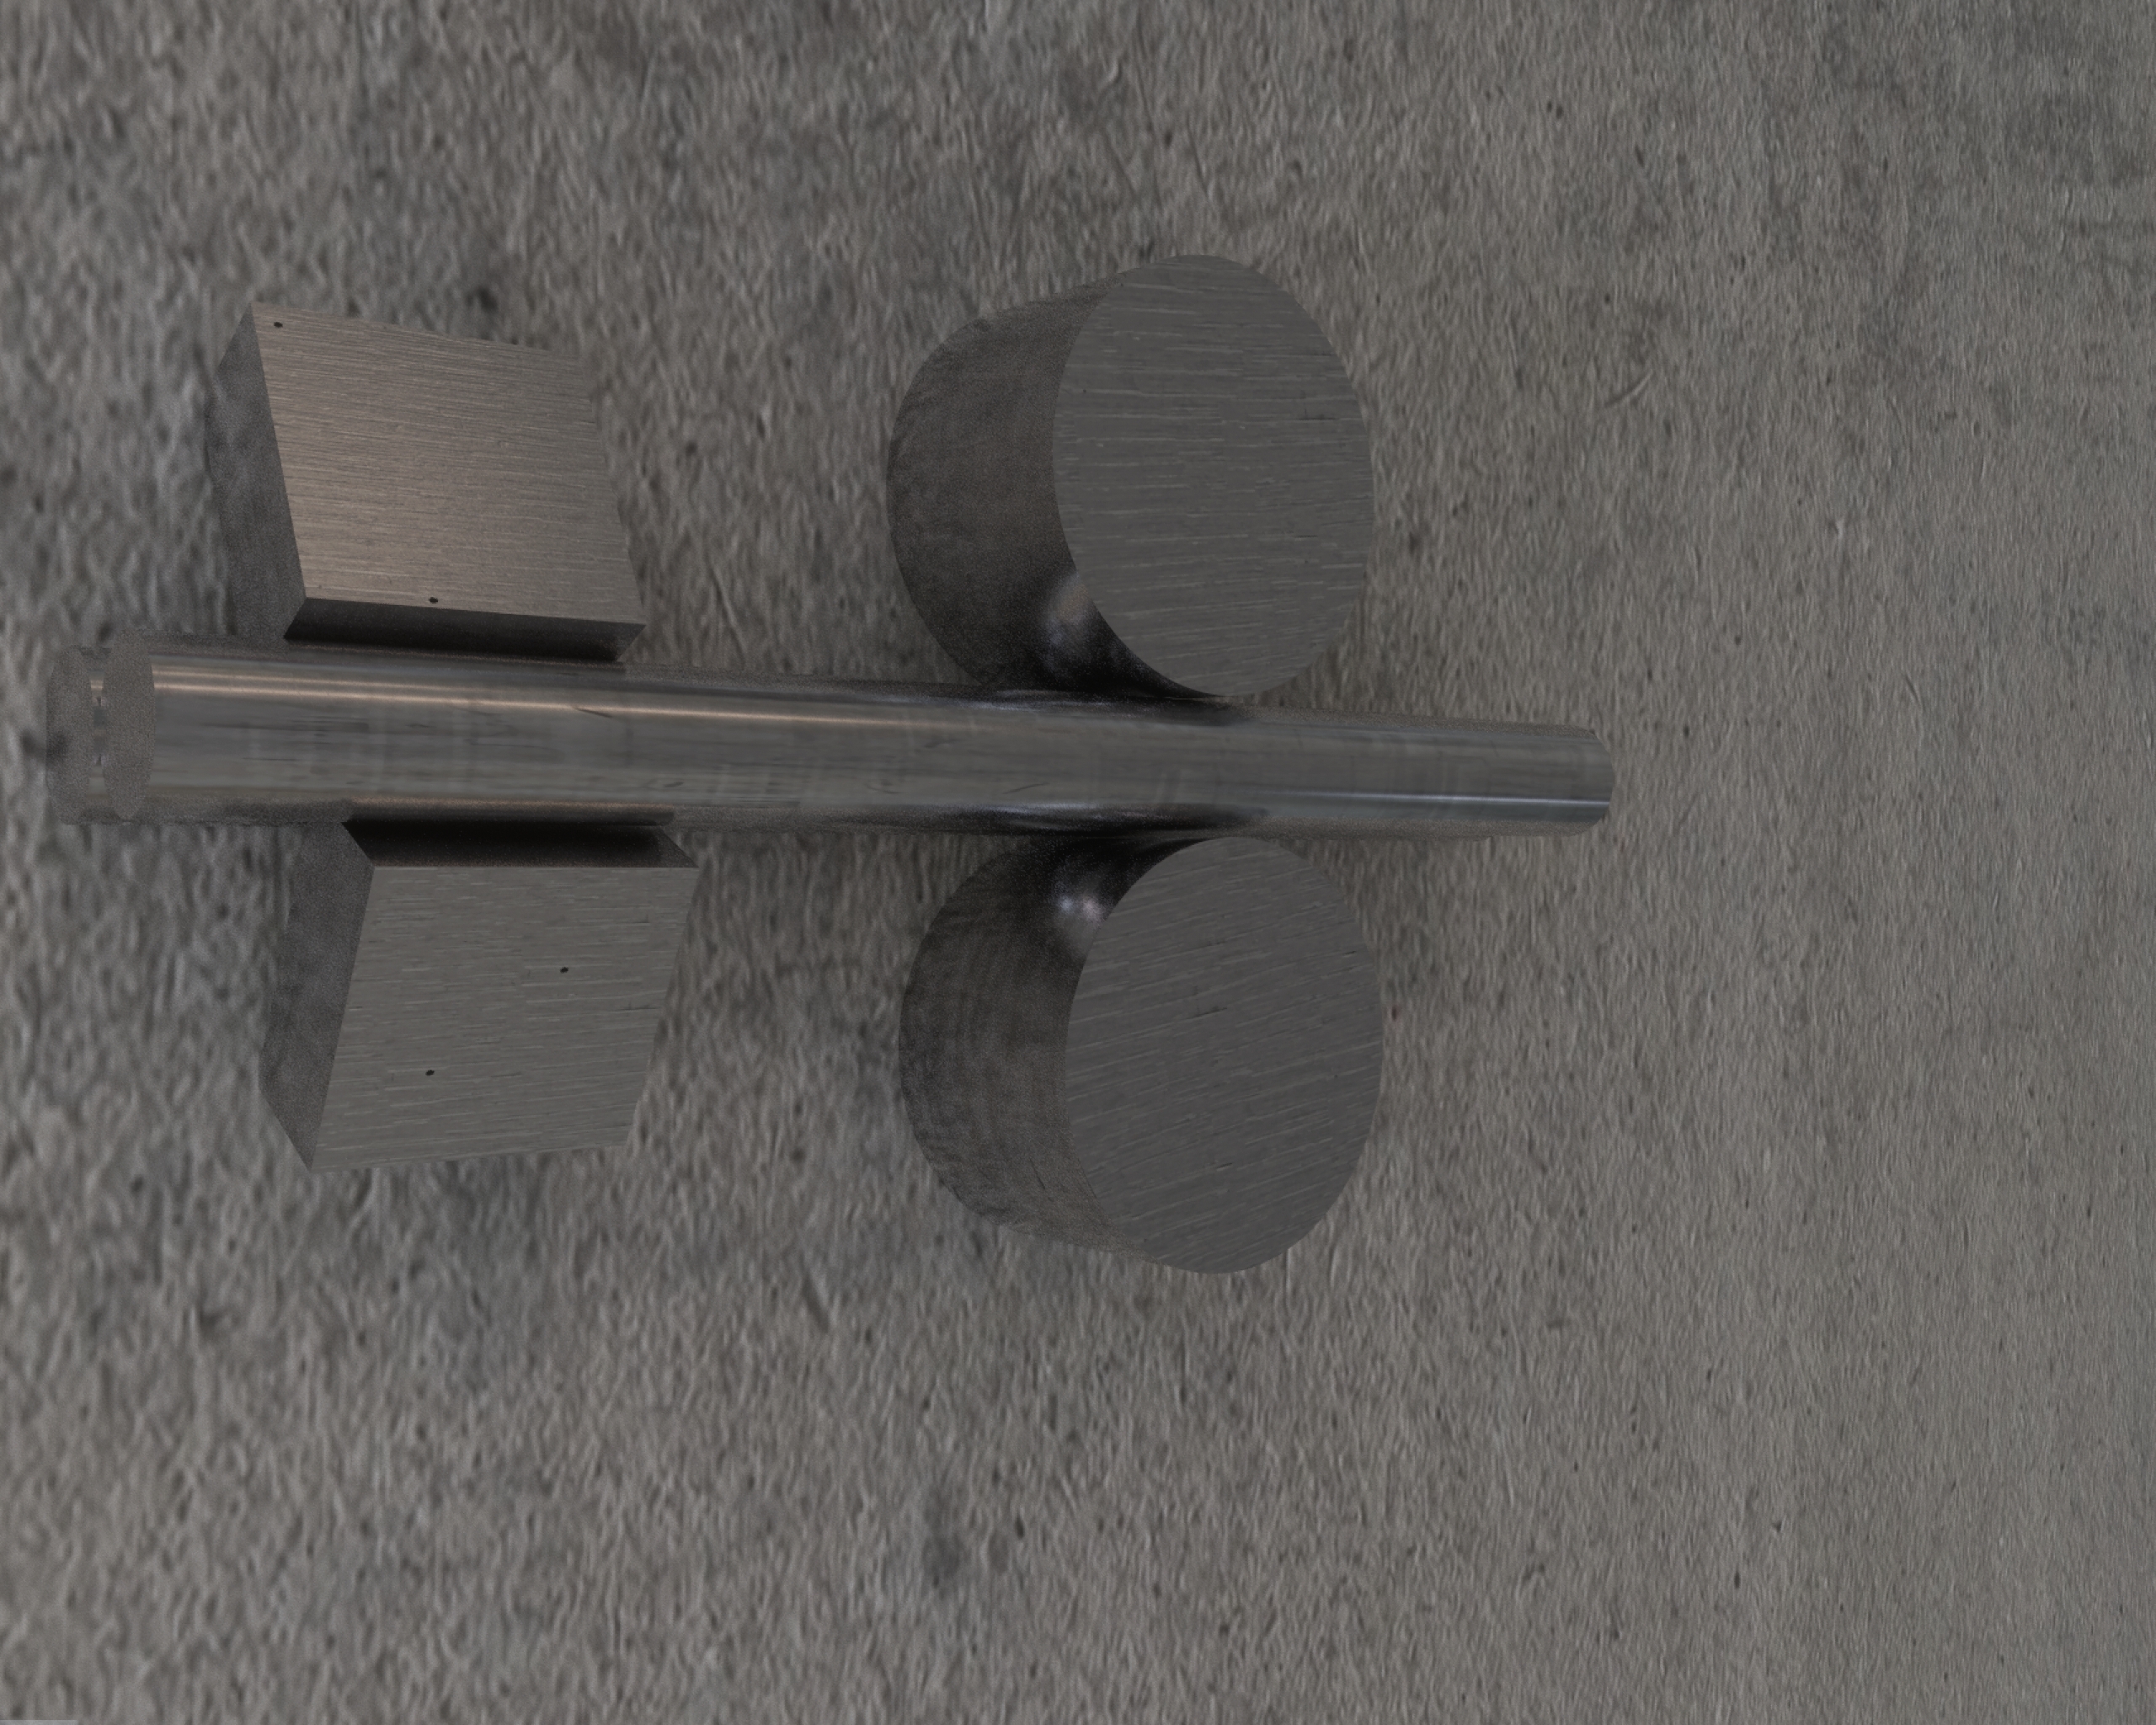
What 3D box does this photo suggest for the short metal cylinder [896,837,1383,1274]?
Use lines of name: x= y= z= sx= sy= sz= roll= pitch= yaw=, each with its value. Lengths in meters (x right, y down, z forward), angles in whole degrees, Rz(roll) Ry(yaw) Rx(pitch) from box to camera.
short metal cylinder: x=0.013 y=0.035 z=0.400 sx=0.081 sy=0.050 sz=0.079 roll=0 pitch=90 yaw=-40

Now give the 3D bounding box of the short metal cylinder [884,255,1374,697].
short metal cylinder: x=0.011 y=-0.070 z=0.398 sx=0.081 sy=0.050 sz=0.079 roll=0 pitch=90 yaw=-40

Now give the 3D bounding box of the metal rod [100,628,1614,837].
metal rod: x=-0.007 y=-0.018 z=0.368 sx=0.302 sy=0.025 sz=0.025 roll=0 pitch=90 yaw=-40

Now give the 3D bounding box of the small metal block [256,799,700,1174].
small metal block: x=-0.091 y=0.017 z=0.317 sx=0.050 sy=0.025 sz=0.050 roll=1 pitch=116 yaw=-41

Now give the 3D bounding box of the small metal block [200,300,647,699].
small metal block: x=-0.098 y=-0.052 z=0.312 sx=0.050 sy=0.025 sz=0.050 roll=0 pitch=63 yaw=-40

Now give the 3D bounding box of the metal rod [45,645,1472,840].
metal rod: x=-0.024 y=-0.017 z=0.386 sx=0.302 sy=0.025 sz=0.025 roll=0 pitch=90 yaw=-40
